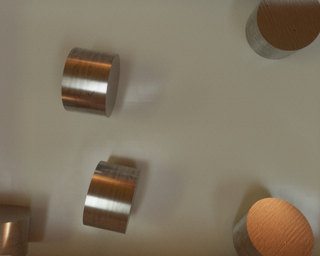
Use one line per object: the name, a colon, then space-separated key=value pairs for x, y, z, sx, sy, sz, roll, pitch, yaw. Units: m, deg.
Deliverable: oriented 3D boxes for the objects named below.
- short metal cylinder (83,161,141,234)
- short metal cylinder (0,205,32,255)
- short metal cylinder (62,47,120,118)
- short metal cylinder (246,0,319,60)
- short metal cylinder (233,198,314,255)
short metal cylinder: x=-0.058 y=0.085 z=0.383 sx=0.050 sy=0.080 sz=0.080 roll=13 pitch=90 yaw=0
short metal cylinder: x=-0.204 y=0.130 z=0.382 sx=0.080 sy=0.080 sz=0.050 roll=5 pitch=90 yaw=0
short metal cylinder: x=-0.083 y=-0.056 z=0.383 sx=0.050 sy=0.080 sz=0.080 roll=9 pitch=90 yaw=0
short metal cylinder: x=0.157 y=-0.133 z=0.400 sx=0.081 sy=0.050 sz=0.080 roll=0 pitch=90 yaw=0
short metal cylinder: x=0.137 y=0.133 z=0.381 sx=0.081 sy=0.050 sz=0.080 roll=5 pitch=53 yaw=-6
